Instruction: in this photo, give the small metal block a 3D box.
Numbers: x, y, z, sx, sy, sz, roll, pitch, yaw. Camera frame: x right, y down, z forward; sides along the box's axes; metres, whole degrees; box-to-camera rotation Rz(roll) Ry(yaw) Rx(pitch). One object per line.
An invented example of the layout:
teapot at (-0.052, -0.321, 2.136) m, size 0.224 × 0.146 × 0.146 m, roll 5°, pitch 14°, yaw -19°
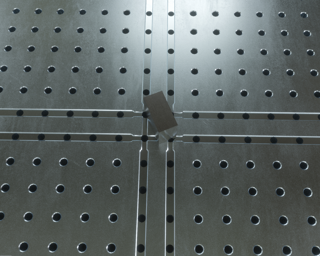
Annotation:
small metal block at (0.001, -0.012, 0.403) m, size 0.025 × 0.050 × 0.050 m, roll -21°, pitch 72°, yaw -7°
